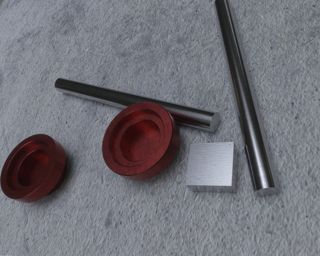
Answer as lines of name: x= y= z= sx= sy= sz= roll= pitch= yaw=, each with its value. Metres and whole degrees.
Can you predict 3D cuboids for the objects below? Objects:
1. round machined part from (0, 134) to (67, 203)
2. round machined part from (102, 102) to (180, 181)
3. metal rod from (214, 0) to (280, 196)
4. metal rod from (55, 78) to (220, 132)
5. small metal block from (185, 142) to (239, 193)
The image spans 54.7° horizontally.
round machined part: x=-0.176 y=0.061 z=0.448 sx=0.098 sy=0.042 sz=0.098 roll=-13 pitch=56 yaw=21
round machined part: x=-0.020 y=0.020 z=0.389 sx=0.098 sy=0.042 sz=0.098 roll=-13 pitch=59 yaw=23
metal rod: x=0.100 y=-0.062 z=0.389 sx=0.025 sy=0.025 sz=0.299 roll=-16 pitch=55 yaw=19
metal rod: x=-0.053 y=-0.041 z=0.456 sx=0.300 sy=0.025 sz=0.025 roll=16 pitch=70 yaw=34
small metal block: x=0.059 y=0.044 z=0.346 sx=0.050 sy=0.025 sz=0.050 roll=-4 pitch=60 yaw=26
